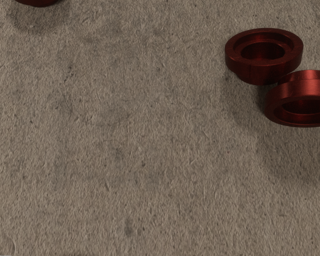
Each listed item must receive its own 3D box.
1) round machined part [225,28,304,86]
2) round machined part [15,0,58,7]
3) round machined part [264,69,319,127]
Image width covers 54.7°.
[{"bbox_3d":[0.139,-0.094,0.421,0.099,0.042,0.098,-7,42,7],"label":"round machined part"},{"bbox_3d":[-0.189,-0.228,0.480,0.099,0.042,0.098,0,70,-1],"label":"round machined part"},{"bbox_3d":[0.182,-0.037,0.385,0.099,0.098,0.042,8,71,2],"label":"round machined part"}]
